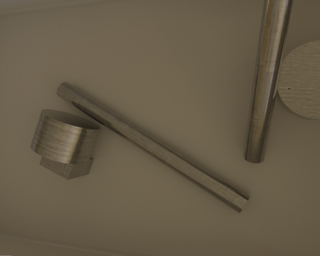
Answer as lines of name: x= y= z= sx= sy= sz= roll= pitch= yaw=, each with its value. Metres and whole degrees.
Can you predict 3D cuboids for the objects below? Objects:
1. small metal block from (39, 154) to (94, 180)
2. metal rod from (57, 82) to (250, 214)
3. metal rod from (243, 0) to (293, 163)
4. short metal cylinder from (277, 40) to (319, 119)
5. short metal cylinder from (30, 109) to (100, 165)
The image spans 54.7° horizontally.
small metal block: x=-0.132 y=0.048 z=0.442 sx=0.050 sy=0.050 sz=0.025 roll=23 pitch=98 yaw=18
metal rod: x=-0.021 y=0.018 z=0.416 sx=0.300 sy=0.025 sz=0.025 roll=31 pitch=100 yaw=17
metal rod: x=0.109 y=-0.093 z=0.297 sx=0.025 sy=0.025 sz=0.298 roll=10 pitch=123 yaw=19
short metal cylinder: x=0.170 y=-0.049 z=0.338 sx=0.080 sy=0.050 sz=0.079 roll=0 pitch=90 yaw=19
short metal cylinder: x=-0.129 y=0.011 z=0.425 sx=0.080 sy=0.080 sz=0.050 roll=22 pitch=97 yaw=18
